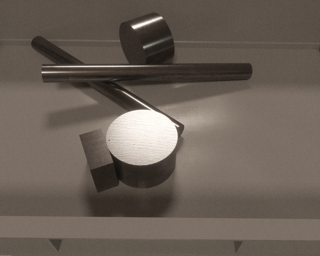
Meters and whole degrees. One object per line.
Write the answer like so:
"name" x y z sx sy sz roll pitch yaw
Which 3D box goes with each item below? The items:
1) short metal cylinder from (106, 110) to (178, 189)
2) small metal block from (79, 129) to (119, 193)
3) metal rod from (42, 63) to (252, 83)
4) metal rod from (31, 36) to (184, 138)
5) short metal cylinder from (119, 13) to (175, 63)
"short metal cylinder" -0.020 0.024 0.368 0.081 0.050 0.080 0 50 0
"small metal block" -0.070 0.038 0.356 0.025 0.050 0.050 -18 53 -14
"metal rod" -0.010 -0.081 0.449 0.302 0.025 0.025 -3 50 -12
"metal rod" -0.091 -0.069 0.461 0.300 0.025 0.025 33 57 24
"short metal cylinder" -0.021 -0.131 0.479 0.050 0.080 0.080 -27 55 -21
